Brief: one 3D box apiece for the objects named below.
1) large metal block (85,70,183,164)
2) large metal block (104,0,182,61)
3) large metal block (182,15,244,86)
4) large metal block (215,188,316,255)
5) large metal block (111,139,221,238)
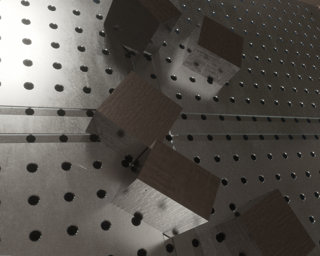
[{"bbox_3d":[-0.030,-0.011,0.384,0.080,0.050,0.080,36,51,-5],"label":"large metal block"},{"bbox_3d":[-0.028,-0.161,0.458,0.080,0.080,0.050,48,51,5],"label":"large metal block"},{"bbox_3d":[0.091,-0.130,0.522,0.080,0.050,0.080,25,53,-13],"label":"large metal block"},{"bbox_3d":[0.130,0.133,0.383,0.081,0.050,0.080,-20,73,-36],"label":"large metal block"},{"bbox_3d":[0.005,0.069,0.335,0.080,0.080,0.050,33,51,-8],"label":"large metal block"}]
